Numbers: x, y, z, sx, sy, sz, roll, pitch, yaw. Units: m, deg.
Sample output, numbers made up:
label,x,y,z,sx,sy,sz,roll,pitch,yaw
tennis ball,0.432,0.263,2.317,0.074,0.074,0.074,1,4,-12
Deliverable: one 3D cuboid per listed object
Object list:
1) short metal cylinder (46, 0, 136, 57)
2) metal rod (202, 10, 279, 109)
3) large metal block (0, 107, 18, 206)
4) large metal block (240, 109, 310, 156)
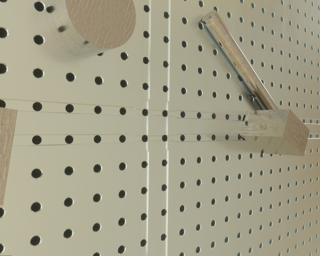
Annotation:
label,x,y,z,sx,sy,sz,roll,pitch,yaw
short metal cylinder,-0.073,-0.121,0.332,0.081,0.050,0.079,0,90,-40
metal rod,0.166,-0.081,0.551,0.300,0.025,0.025,45,63,-31
large metal block,-0.171,0.019,0.250,0.081,0.050,0.080,10,83,-40
large metal block,0.203,0.009,0.547,0.080,0.080,0.050,33,70,-36
